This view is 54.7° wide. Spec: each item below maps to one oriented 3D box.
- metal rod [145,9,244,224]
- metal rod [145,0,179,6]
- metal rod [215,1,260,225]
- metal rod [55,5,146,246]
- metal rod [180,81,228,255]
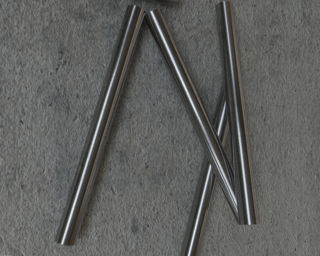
[{"bbox_3d":[0.052,-0.013,0.409,0.025,0.025,0.299,-25,91,-18],"label":"metal rod"},{"bbox_3d":[-0.120,-0.186,0.364,0.302,0.025,0.025,4,89,-20],"label":"metal rod"},{"bbox_3d":[0.101,-0.028,0.411,0.025,0.025,0.299,1,77,-20],"label":"metal rod"},{"bbox_3d":[-0.071,-0.008,0.382,0.025,0.025,0.299,18,84,-19],"label":"metal rod"},{"bbox_3d":[0.069,0.064,0.434,0.025,0.025,0.299,17,84,-19],"label":"metal rod"}]
